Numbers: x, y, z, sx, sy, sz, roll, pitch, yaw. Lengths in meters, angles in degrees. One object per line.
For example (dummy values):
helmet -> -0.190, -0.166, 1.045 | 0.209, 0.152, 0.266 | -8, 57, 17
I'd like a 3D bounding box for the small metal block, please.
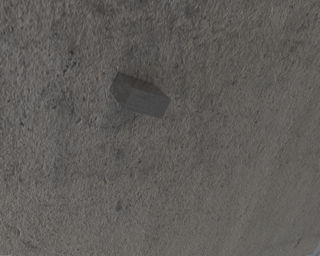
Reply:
small metal block -> -0.023, -0.038, 0.354 | 0.050, 0.050, 0.025 | 13, 112, -34
